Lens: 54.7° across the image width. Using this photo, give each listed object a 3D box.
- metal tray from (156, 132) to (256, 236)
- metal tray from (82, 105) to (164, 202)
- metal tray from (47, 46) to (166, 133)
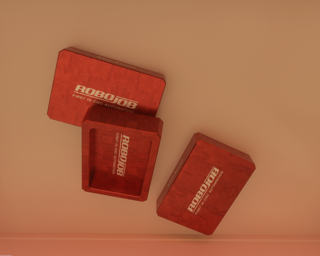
[{"bbox_3d":[0.062,0.082,0.439,0.090,0.030,0.129,24,108,-9],"label":"metal tray"},{"bbox_3d":[-0.051,0.038,0.396,0.091,0.030,0.129,11,130,-2],"label":"metal tray"},{"bbox_3d":[-0.067,-0.040,0.393,0.131,0.030,0.089,16,109,-6],"label":"metal tray"}]
